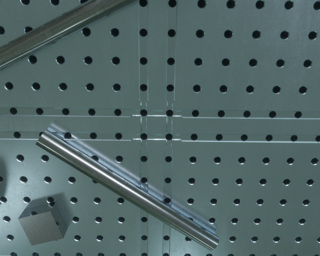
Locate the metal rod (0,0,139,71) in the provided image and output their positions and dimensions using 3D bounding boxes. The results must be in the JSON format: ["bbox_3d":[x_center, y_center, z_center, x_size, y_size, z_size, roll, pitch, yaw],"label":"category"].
[{"bbox_3d":[-0.133,-0.112,0.370,0.301,0.025,0.025,-24,109,8],"label":"metal rod"}]

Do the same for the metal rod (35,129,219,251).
[{"bbox_3d":[-0.038,0.095,0.447,0.301,0.025,0.025,34,106,-12],"label":"metal rod"}]

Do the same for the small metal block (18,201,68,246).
[{"bbox_3d":[-0.174,0.143,0.465,0.050,0.025,0.050,-14,110,5],"label":"small metal block"}]
